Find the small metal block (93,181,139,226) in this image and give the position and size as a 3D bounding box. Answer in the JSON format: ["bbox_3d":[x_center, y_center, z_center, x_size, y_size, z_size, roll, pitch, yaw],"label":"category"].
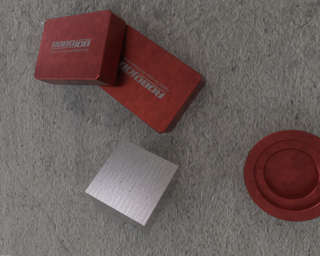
[{"bbox_3d":[-0.057,0.098,0.429,0.050,0.025,0.050,28,99,17],"label":"small metal block"}]

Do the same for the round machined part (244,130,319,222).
[{"bbox_3d":[0.147,0.051,0.348,0.098,0.042,0.097,0,90,20],"label":"round machined part"}]

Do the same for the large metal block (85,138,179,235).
[{"bbox_3d":[-0.031,0.072,0.386,0.080,0.050,0.080,25,64,16],"label":"large metal block"}]

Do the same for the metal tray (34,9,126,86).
[{"bbox_3d":[-0.112,-0.106,0.423,0.130,0.030,0.090,6,84,33],"label":"metal tray"}]

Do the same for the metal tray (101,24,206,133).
[{"bbox_3d":[-0.017,-0.065,0.412,0.130,0.030,0.090,38,102,16],"label":"metal tray"}]
